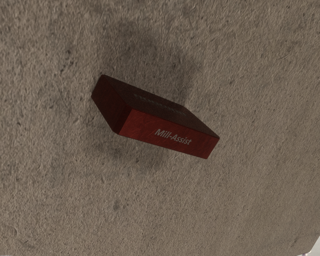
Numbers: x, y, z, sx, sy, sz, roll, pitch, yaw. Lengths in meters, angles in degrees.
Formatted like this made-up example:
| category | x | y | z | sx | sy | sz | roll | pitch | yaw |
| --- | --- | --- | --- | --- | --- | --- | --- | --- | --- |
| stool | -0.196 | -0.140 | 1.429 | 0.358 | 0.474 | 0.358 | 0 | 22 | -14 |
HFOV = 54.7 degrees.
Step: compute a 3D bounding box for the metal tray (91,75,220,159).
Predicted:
| category | x | y | z | sx | sy | sz | roll | pitch | yaw |
| --- | --- | --- | --- | --- | --- | --- | --- | --- | --- |
| metal tray | -0.004 | -0.012 | 0.356 | 0.131 | 0.090 | 0.030 | 18 | 109 | -36 |
